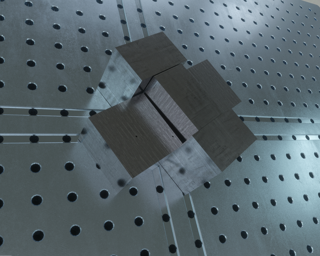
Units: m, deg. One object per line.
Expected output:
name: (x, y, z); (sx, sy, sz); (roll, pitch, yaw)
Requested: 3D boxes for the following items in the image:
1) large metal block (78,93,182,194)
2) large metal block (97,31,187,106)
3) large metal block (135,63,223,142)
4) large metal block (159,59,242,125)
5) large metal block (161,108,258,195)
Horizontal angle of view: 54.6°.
large metal block: (-0.034, 0.016, 0.365); (0.081, 0.050, 0.080); (-30, 78, -38)
large metal block: (-0.024, -0.069, 0.401); (0.081, 0.080, 0.050); (-32, 79, -38)
large metal block: (0.018, -0.020, 0.394); (0.050, 0.080, 0.080); (-33, 80, -38)
large metal block: (0.056, -0.042, 0.446); (0.081, 0.050, 0.080); (-33, 82, -38)
large metal block: (0.060, 0.029, 0.386); (0.081, 0.080, 0.050); (-32, 80, -39)
